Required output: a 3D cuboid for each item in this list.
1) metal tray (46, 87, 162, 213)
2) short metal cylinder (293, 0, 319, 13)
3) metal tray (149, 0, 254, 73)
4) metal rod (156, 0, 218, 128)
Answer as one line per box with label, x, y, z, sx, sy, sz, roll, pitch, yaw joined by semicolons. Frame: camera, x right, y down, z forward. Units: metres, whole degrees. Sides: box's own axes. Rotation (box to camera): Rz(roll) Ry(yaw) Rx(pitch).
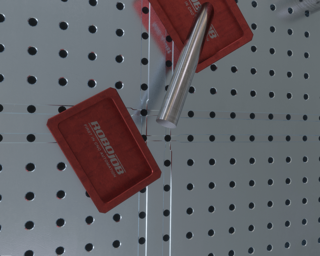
metal tray;-0.068;0.026;0.385;0.091;0.030;0.130;-31;100;-17
short metal cylinder;0.258;-0.232;0.494;0.081;0.050;0.079;0;90;-20
metal tray;0.050;-0.150;0.405;0.090;0.030;0.130;-30;102;15
metal rod;0.056;-0.139;0.407;0.025;0.025;0.299;26;72;-18
